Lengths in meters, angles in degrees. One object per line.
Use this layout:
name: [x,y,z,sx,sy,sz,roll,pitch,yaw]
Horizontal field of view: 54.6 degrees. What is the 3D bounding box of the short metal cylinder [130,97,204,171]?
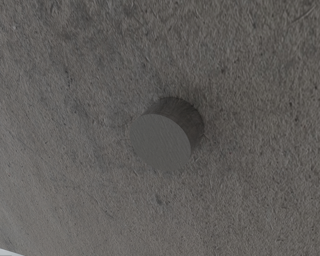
short metal cylinder: [0.010,0.007,0.390,0.080,0.050,0.080,13,124,21]
